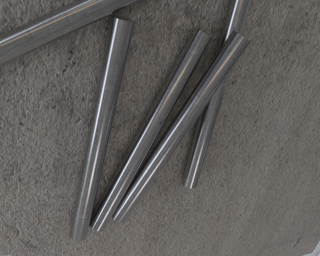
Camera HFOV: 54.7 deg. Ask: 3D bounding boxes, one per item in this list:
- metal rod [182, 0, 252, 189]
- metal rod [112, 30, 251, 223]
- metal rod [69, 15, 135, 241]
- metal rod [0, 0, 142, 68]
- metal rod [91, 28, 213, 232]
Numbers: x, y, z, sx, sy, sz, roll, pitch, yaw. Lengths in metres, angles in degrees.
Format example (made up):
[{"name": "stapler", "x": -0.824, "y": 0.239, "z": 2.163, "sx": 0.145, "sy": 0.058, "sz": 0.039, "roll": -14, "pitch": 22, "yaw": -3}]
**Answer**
[{"name": "metal rod", "x": 0.073, "y": -0.043, "z": 0.419, "sx": 0.025, "sy": 0.025, "sz": 0.298, "roll": -3, "pitch": 120, "yaw": -27}, {"name": "metal rod", "x": 0.017, "y": 0.012, "z": 0.406, "sx": 0.025, "sy": 0.025, "sz": 0.298, "roll": 19, "pitch": 113, "yaw": -36}, {"name": "metal rod", "x": -0.076, "y": 0.019, "z": 0.376, "sx": 0.025, "sy": 0.025, "sz": 0.298, "roll": 2, "pitch": 117, "yaw": -30}, {"name": "metal rod", "x": -0.076, "y": -0.109, "z": 0.297, "sx": 0.301, "sy": 0.025, "sz": 0.025, "roll": -29, "pitch": 128, "yaw": -10}, {"name": "metal rod", "x": -0.019, "y": 0.013, "z": 0.404, "sx": 0.025, "sy": 0.025, "sz": 0.298, "roll": 18, "pitch": 109, "yaw": -35}]
